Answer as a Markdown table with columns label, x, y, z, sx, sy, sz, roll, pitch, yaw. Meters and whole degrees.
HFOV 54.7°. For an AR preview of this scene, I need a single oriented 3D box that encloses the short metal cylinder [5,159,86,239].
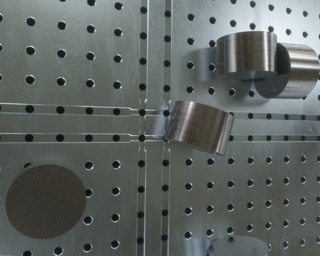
| label | x | y | z | sx | sy | sz | roll | pitch | yaw |
| --- | --- | --- | --- | --- | --- | --- | --- | --- | --- |
| short metal cylinder | -0.128 | 0.078 | 0.352 | 0.081 | 0.050 | 0.079 | 0 | 90 | -21 |

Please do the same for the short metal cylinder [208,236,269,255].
| label | x | y | z | sx | sy | sz | roll | pitch | yaw |
| --- | --- | --- | --- | --- | --- | --- | --- | --- | --- |
| short metal cylinder | 0.110 | 0.189 | 0.426 | 0.081 | 0.080 | 0.050 | -7 | 93 | -20 |

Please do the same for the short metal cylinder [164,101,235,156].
| label | x | y | z | sx | sy | sz | roll | pitch | yaw |
| --- | --- | --- | --- | --- | --- | --- | --- | --- | --- |
| short metal cylinder | 0.051 | 0.001 | 0.404 | 0.081 | 0.080 | 0.050 | 19 | 84 | -20 |

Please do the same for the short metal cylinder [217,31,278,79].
| label | x | y | z | sx | sy | sz | roll | pitch | yaw |
| --- | --- | --- | --- | --- | --- | --- | --- | --- | --- |
| short metal cylinder | 0.120 | -0.098 | 0.429 | 0.081 | 0.080 | 0.050 | -1 | 91 | -20 |

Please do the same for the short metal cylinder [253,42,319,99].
| label | x | y | z | sx | sy | sz | roll | pitch | yaw |
| --- | --- | --- | --- | --- | --- | --- | --- | --- | --- |
| short metal cylinder | 0.182 | -0.082 | 0.452 | 0.050 | 0.080 | 0.079 | -1 | 91 | -20 |
